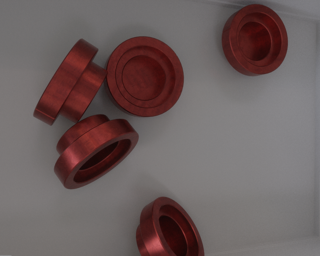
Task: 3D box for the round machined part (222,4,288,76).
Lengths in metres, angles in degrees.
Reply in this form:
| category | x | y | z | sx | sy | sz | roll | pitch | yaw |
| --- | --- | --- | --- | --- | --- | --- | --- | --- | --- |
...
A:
| category | x | y | z | sx | sy | sz | roll | pitch | yaw |
| --- | --- | --- | --- | --- | --- | --- | --- | --- | --- |
| round machined part | 0.132 | -0.124 | 0.450 | 0.099 | 0.042 | 0.097 | 0 | 90 | -20 |

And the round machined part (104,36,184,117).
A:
| category | x | y | z | sx | sy | sz | roll | pitch | yaw |
| --- | --- | --- | --- | --- | --- | --- | --- | --- | --- |
| round machined part | -0.023 | -0.062 | 0.393 | 0.099 | 0.042 | 0.097 | 0 | 90 | -20 |

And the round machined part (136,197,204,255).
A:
| category | x | y | z | sx | sy | sz | roll | pitch | yaw |
| --- | --- | --- | --- | --- | --- | --- | --- | --- | --- |
| round machined part | 0.008 | 0.139 | 0.385 | 0.042 | 0.098 | 0.098 | -38 | 105 | 21 |

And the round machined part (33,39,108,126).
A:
| category | x | y | z | sx | sy | sz | roll | pitch | yaw |
| --- | --- | --- | --- | --- | --- | --- | --- | --- | --- |
| round machined part | -0.092 | -0.044 | 0.337 | 0.042 | 0.098 | 0.098 | 32 | 80 | -15 |

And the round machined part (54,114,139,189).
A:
| category | x | y | z | sx | sy | sz | roll | pitch | yaw |
| --- | --- | --- | --- | --- | --- | --- | --- | --- | --- |
| round machined part | -0.076 | 0.022 | 0.350 | 0.098 | 0.098 | 0.042 | -35 | 74 | -16 |
